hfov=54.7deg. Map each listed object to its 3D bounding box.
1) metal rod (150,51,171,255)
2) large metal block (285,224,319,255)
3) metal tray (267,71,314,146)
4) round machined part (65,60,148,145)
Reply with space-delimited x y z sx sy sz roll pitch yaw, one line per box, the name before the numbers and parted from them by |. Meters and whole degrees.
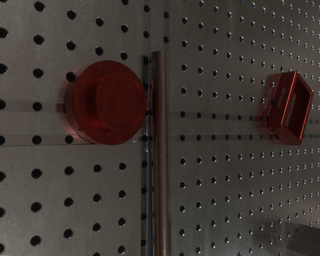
metal rod | 0.001 0.050 0.412 0.025 0.025 0.298 -2 91 -40
large metal block | 0.326 0.258 0.652 0.081 0.080 0.050 -34 111 -35
metal tray | 0.270 -0.040 0.636 0.090 0.030 0.130 35 68 -35
round machined part | -0.054 -0.029 0.355 0.099 0.042 0.097 0 90 -40
